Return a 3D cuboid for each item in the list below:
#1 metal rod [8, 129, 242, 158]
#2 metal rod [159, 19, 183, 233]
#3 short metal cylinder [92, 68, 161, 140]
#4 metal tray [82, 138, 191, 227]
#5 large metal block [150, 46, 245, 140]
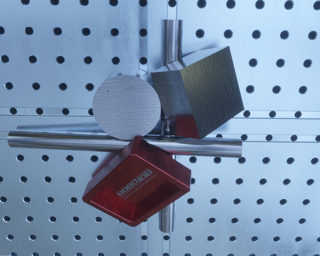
[{"bbox_3d":[-0.049,0.020,0.402,0.302,0.025,0.025,2,110,6],"label":"metal rod"},{"bbox_3d":[0.013,0.011,0.417,0.025,0.025,0.298,1,110,-1],"label":"metal rod"},{"bbox_3d":[-0.039,-0.032,0.388,0.081,0.050,0.079,0,110,0],"label":"short metal cylinder"},{"bbox_3d":[-0.033,0.077,0.411,0.090,0.030,0.129,34,127,-18],"label":"metal tray"},{"bbox_3d":[0.046,-0.042,0.364,0.081,0.050,0.080,-31,113,-31],"label":"large metal block"}]
